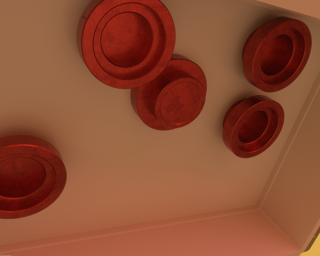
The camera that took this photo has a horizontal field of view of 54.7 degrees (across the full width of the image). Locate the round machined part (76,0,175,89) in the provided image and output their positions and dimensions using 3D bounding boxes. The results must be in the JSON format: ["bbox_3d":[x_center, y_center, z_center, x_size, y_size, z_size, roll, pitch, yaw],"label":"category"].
[{"bbox_3d":[-0.037,-0.093,0.321,0.099,0.042,0.097,-14,125,-21],"label":"round machined part"}]

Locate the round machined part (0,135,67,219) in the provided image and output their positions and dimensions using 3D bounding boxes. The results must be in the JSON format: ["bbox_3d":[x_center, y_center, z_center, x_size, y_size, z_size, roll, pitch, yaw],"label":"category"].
[{"bbox_3d":[-0.158,0.049,0.342,0.099,0.042,0.097,-14,125,-21],"label":"round machined part"}]

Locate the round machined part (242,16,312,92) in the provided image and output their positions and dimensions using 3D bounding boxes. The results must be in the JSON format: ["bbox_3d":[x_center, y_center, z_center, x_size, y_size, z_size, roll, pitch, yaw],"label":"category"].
[{"bbox_3d":[0.152,-0.101,0.421,0.099,0.042,0.097,-14,125,-21],"label":"round machined part"}]

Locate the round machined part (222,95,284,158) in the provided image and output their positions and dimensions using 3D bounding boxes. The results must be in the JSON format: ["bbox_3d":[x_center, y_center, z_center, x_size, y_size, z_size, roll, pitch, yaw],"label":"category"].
[{"bbox_3d":[0.136,-0.006,0.471,0.099,0.042,0.097,-14,125,-21],"label":"round machined part"}]

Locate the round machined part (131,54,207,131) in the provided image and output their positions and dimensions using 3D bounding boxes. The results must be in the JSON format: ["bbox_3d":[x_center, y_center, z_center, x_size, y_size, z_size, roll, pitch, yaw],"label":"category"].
[{"bbox_3d":[0.017,-0.039,0.385,0.099,0.042,0.097,-14,125,-21],"label":"round machined part"}]
